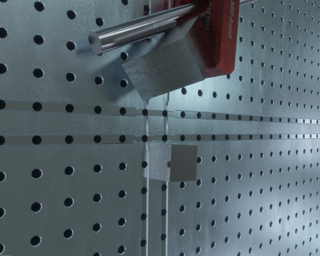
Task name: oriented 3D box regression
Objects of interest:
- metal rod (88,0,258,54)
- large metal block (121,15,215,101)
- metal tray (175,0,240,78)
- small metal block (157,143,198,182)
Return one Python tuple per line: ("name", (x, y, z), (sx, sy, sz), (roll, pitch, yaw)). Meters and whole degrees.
("metal rod", (0.041, -0.153, 0.411), (0.302, 0.025, 0.025), (-30, 109, -33))
("large metal block", (0.014, -0.083, 0.370), (0.050, 0.080, 0.080), (60, 32, -24))
("metal tray", (0.058, -0.132, 0.413), (0.030, 0.090, 0.129), (13, 80, -41))
("small metal block", (0.025, 0.048, 0.433), (0.050, 0.025, 0.050), (6, 86, -40))
